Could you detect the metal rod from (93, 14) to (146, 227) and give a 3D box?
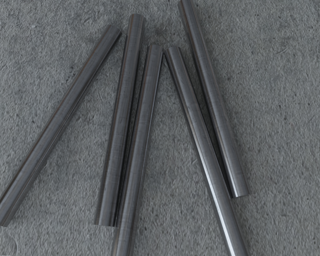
[{"bbox_3d":[-0.050,-0.024,0.416,0.025,0.025,0.299,6,70,2],"label":"metal rod"}]

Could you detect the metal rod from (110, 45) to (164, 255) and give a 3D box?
[{"bbox_3d":[-0.026,0.026,0.398,0.025,0.025,0.299,7,70,3],"label":"metal rod"}]

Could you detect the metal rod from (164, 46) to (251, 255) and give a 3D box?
[{"bbox_3d":[0.056,0.025,0.399,0.025,0.025,0.299,-14,71,-5],"label":"metal rod"}]

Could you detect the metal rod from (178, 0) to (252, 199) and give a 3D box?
[{"bbox_3d":[0.070,-0.054,0.428,0.025,0.025,0.299,-11,70,-4],"label":"metal rod"}]

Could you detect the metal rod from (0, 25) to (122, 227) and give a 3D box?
[{"bbox_3d":[-0.130,-0.016,0.412,0.025,0.025,0.300,23,71,8],"label":"metal rod"}]
